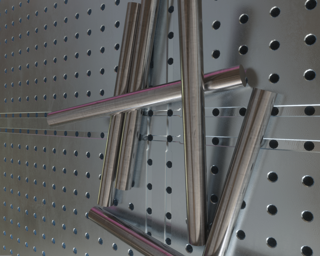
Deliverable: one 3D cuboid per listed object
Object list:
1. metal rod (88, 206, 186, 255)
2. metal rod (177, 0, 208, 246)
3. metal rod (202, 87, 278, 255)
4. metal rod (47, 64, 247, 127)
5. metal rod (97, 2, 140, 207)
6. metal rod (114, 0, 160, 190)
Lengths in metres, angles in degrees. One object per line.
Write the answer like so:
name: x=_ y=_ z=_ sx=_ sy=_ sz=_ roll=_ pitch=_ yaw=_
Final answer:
metal rod: x=-0.003 y=0.155 z=0.388 sx=0.300 sy=0.025 sz=0.025 roll=10 pitch=97 yaw=47
metal rod: x=0.038 y=-0.011 z=0.345 sx=0.025 sy=0.025 sz=0.298 roll=6 pitch=104 yaw=40
metal rod: x=0.073 y=0.103 z=0.349 sx=0.025 sy=0.025 sz=0.298 roll=23 pitch=104 yaw=38
metal rod: x=-0.038 y=-0.035 z=0.410 sx=0.300 sy=0.025 sz=0.025 roll=-10 pitch=84 yaw=30
metal rod: x=-0.059 y=-0.029 z=0.459 sx=0.025 sy=0.025 sz=0.298 roll=17 pitch=101 yaw=39
metal rod: x=-0.031 y=-0.059 z=0.436 sx=0.025 sy=0.025 sz=0.298 roll=15 pitch=100 yaw=39
